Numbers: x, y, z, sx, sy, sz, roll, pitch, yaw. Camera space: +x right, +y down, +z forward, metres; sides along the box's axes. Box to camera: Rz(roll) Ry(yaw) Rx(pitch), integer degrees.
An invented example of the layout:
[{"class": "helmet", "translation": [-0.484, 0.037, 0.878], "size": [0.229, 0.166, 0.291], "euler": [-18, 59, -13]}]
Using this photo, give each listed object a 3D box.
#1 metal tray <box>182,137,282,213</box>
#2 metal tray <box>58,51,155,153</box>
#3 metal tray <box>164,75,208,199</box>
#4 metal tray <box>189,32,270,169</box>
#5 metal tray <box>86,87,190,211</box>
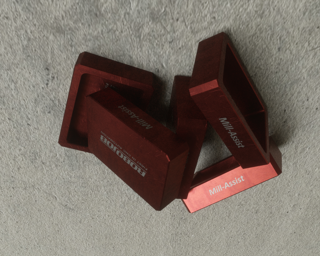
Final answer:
[{"class": "metal tray", "translation": [0.097, 0.062, 0.420], "size": [0.130, 0.090, 0.030], "euler": [-31, 89, 23]}, {"class": "metal tray", "translation": [-0.069, -0.021, 0.387], "size": [0.091, 0.030, 0.129], "euler": [15, 128, -13]}, {"class": "metal tray", "translation": [0.025, 0.013, 0.378], "size": [0.030, 0.090, 0.129], "euler": [5, 131, -5]}, {"class": "metal tray", "translation": [0.082, -0.027, 0.341], "size": [0.030, 0.090, 0.130], "euler": [-17, 130, 32]}, {"class": "metal tray", "translation": [-0.032, 0.022, 0.353], "size": [0.130, 0.030, 0.089], "euler": [36, 137, 28]}]
